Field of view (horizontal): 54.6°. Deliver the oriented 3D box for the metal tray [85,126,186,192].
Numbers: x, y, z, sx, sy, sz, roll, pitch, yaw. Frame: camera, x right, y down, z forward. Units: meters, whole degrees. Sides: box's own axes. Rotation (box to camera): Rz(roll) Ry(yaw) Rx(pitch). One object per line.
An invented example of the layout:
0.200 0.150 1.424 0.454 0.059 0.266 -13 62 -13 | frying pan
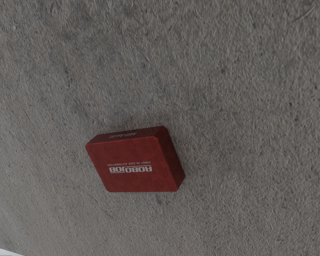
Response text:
-0.038 0.049 0.455 0.130 0.030 0.090 -8 115 31 | metal tray
